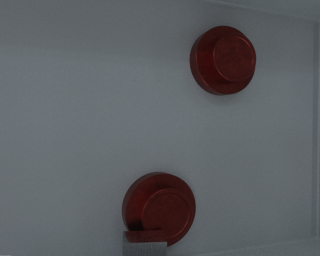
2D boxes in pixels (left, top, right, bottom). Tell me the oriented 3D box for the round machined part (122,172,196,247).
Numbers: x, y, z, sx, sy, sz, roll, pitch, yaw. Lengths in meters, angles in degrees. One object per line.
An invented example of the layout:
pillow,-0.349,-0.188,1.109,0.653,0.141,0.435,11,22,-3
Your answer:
round machined part,0.003,0.109,0.404,0.099,0.042,0.097,0,90,-21

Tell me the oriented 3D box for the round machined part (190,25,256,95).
round machined part,0.095,-0.096,0.438,0.099,0.042,0.097,0,90,-21

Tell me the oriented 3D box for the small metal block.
small metal block,-0.019,0.151,0.367,0.050,0.025,0.050,1,102,-7
